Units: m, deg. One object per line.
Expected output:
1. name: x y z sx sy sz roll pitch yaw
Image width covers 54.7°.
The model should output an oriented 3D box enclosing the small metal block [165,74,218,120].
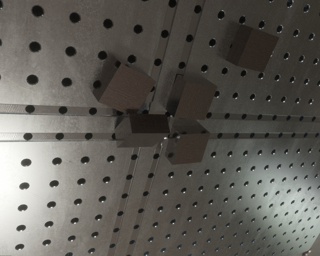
1. small metal block: 0.042 -0.040 0.411 0.050 0.025 0.050 4 117 -31

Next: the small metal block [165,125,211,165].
1. small metal block: 0.039 0.024 0.450 0.050 0.025 0.050 -1 119 -28

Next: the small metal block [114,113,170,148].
1. small metal block: -0.023 0.004 0.386 0.050 0.025 0.050 1 157 -29

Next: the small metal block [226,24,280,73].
1. small metal block: 0.124 -0.106 0.415 0.050 0.025 0.050 5 116 -31

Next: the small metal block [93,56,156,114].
1. small metal block: -0.041 -0.047 0.361 0.050 0.025 0.050 23 106 -37
